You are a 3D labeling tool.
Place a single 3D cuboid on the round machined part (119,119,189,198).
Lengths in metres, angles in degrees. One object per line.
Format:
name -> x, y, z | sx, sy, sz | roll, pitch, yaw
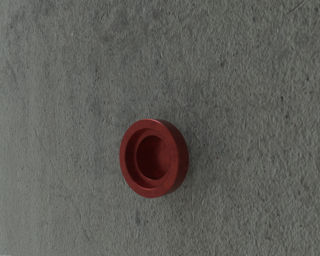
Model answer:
round machined part -> -0.003, 0.037, 0.396 | 0.098, 0.042, 0.097 | 0, 90, 39
